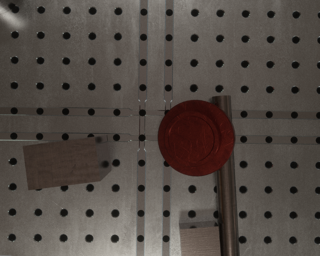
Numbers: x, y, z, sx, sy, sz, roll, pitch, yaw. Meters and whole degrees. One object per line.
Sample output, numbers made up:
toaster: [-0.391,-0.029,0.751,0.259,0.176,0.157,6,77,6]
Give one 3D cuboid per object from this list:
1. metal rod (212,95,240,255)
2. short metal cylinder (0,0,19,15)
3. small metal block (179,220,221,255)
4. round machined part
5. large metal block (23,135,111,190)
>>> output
metal rod: [0.090,0.107,0.414,0.025,0.025,0.298,-3,90,-1]
short metal cylinder: [-0.229,-0.193,0.398,0.081,0.050,0.079,0,90,-1]
small metal block: [0.053,0.154,0.414,0.050,0.025,0.050,-4,90,-1]
round machined part: [0.043,0.013,0.391,0.098,0.042,0.097,0,91,18]
large metal block: [-0.110,0.039,0.384,0.081,0.080,0.050,-7,90,0]
